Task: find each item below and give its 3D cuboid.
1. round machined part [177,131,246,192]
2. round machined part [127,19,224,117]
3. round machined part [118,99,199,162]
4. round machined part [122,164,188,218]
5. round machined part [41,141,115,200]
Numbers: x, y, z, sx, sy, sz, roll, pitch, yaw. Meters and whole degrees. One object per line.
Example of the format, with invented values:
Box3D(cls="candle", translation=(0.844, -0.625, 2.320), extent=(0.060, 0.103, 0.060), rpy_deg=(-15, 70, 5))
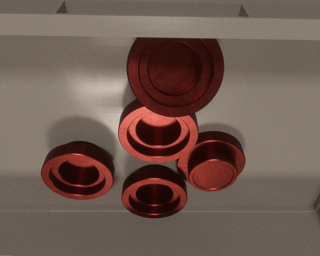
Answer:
Box3D(cls="round machined part", translation=(0.074, 0.054, 0.445), extent=(0.099, 0.042, 0.097), rpy_deg=(-1, 130, 0))
Box3D(cls="round machined part", translation=(0.014, -0.063, 0.328), extent=(0.099, 0.042, 0.097), rpy_deg=(-2, 105, -8))
Box3D(cls="round machined part", translation=(-0.002, -0.004, 0.394), extent=(0.099, 0.042, 0.097), rpy_deg=(0, 131, 0))
Box3D(cls="round machined part", translation=(-0.008, 0.094, 0.478), extent=(0.099, 0.042, 0.097), rpy_deg=(-1, 130, 0))
Box3D(cls="round machined part", translation=(-0.114, 0.057, 0.444), extent=(0.099, 0.042, 0.097), rpy_deg=(-1, 130, 0))
